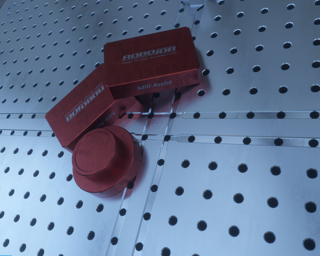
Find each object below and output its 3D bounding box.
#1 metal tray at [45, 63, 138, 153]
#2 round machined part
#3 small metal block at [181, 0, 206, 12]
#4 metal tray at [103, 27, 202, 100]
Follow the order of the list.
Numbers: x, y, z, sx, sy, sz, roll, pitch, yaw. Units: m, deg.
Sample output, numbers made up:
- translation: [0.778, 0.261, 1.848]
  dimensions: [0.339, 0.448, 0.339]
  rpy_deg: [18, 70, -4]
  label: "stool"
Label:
- translation: [-0.108, -0.032, 0.482]
  dimensions: [0.130, 0.030, 0.090]
  rpy_deg: [-43, 51, -2]
  label: "metal tray"
- translation: [-0.078, 0.039, 0.414]
  dimensions: [0.098, 0.042, 0.098]
  rpy_deg: [-13, 56, 21]
  label: "round machined part"
- translation: [0.045, -0.227, 0.508]
  dimensions: [0.025, 0.050, 0.050]
  rpy_deg: [-35, 51, 5]
  label: "small metal block"
- translation: [-0.013, -0.095, 0.448]
  dimensions: [0.131, 0.030, 0.090]
  rpy_deg: [-11, 55, 3]
  label: "metal tray"
